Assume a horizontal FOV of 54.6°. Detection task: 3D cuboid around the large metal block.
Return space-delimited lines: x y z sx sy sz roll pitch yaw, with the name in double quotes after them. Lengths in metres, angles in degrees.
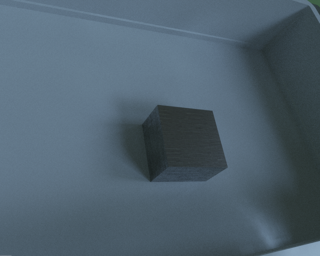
0.029 0.021 0.392 0.081 0.050 0.080 4 60 -26 "large metal block"
